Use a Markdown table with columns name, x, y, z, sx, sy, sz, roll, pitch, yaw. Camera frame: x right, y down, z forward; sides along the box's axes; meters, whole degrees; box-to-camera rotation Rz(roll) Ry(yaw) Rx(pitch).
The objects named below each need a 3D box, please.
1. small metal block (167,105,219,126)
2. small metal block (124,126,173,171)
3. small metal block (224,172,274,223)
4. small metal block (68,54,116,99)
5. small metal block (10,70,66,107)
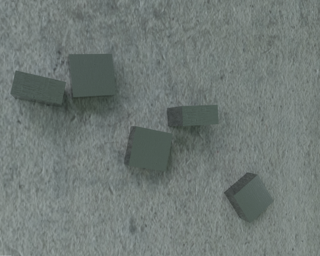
| name | x | y | z | sx | sy | sz | roll | pitch | yaw |
| --- | --- | --- | --- | --- | --- | --- | --- | --- | --- |
| small metal block | 0.043 | -0.016 | 0.413 | 0.050 | 0.050 | 0.025 | -3 | 92 | -20 |
| small metal block | -0.015 | 0.027 | 0.404 | 0.050 | 0.025 | 0.050 | 12 | 86 | -20 |
| small metal block | 0.132 | 0.102 | 0.460 | 0.050 | 0.025 | 0.050 | -36 | 102 | -17 |
| small metal block | -0.084 | -0.063 | 0.379 | 0.050 | 0.025 | 0.050 | -6 | 92 | -20 |
| small metal block | -0.135 | -0.042 | 0.346 | 0.050 | 0.050 | 0.025 | 11 | 86 | -20 |
